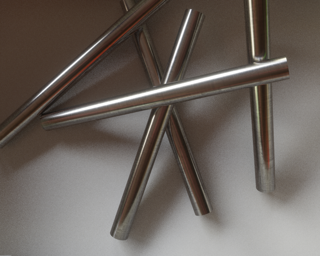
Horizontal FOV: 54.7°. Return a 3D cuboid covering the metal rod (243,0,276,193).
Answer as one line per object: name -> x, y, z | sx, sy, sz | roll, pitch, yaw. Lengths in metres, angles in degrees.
metal rod -> 0.114, -0.053, 0.353 | 0.025, 0.025, 0.298 | -12, 115, 0

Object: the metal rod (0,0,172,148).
metal rod -> -0.102, -0.078, 0.394 | 0.300, 0.025, 0.025 | -40, 91, 6

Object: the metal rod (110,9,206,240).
metal rod -> -0.006, 0.002, 0.390 | 0.025, 0.025, 0.298 | 19, 98, -1

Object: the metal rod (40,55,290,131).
metal rod -> -0.011, -0.035, 0.363 | 0.301, 0.025, 0.025 | -11, 90, 19

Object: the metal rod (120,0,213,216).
metal rod -> 0.009, -0.029, 0.411 | 0.025, 0.025, 0.298 | -20, 90, 0
